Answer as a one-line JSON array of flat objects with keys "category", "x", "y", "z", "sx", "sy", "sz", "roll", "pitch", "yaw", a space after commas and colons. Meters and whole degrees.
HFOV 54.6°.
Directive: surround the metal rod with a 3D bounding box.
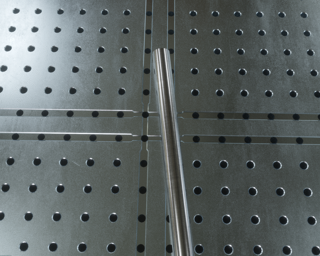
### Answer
[{"category": "metal rod", "x": 0.016, "y": 0.031, "z": 0.400, "sx": 0.025, "sy": 0.025, "sz": 0.299, "roll": -5, "pitch": 70, "yaw": -2}]
